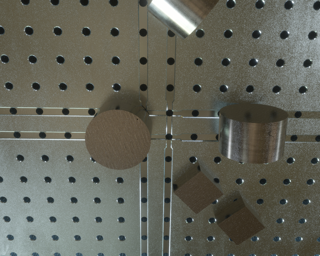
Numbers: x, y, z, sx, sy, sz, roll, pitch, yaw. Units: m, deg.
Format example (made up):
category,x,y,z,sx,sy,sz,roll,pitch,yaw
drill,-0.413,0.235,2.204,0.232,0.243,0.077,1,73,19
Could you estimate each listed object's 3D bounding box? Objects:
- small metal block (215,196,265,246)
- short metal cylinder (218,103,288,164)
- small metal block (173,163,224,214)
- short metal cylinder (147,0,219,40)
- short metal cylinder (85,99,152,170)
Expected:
category,x,y,z,sx,sy,sz,roll,pitch,yaw
small metal block,0.119,0.140,0.466,0.050,0.025,0.050,-39,106,13
short metal cylinder,0.114,0.004,0.387,0.081,0.080,0.050,-1,110,0
small metal block,0.054,0.087,0.446,0.050,0.025,0.050,-41,106,13
short metal cylinder,0.030,-0.143,0.332,0.050,0.080,0.080,37,106,-13
short metal cylinder,-0.051,0.007,0.402,0.081,0.050,0.079,0,110,0
